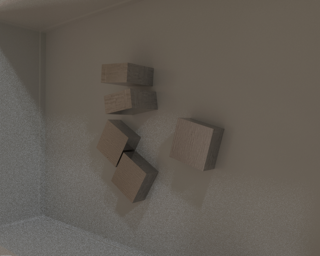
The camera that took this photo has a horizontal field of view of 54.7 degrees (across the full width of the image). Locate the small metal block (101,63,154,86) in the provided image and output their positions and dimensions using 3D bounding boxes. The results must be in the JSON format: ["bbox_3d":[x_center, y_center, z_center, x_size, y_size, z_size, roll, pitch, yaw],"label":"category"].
[{"bbox_3d":[-0.045,-0.072,0.425,0.050,0.050,0.025,6,94,39],"label":"small metal block"}]

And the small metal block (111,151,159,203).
[{"bbox_3d":[-0.036,0.068,0.434,0.050,0.025,0.050,38,113,33],"label":"small metal block"}]

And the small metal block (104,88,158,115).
[{"bbox_3d":[-0.039,-0.034,0.421,0.050,0.050,0.025,-9,84,39],"label":"small metal block"}]

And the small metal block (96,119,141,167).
[{"bbox_3d":[-0.062,0.022,0.455,0.050,0.025,0.050,39,113,33],"label":"small metal block"}]

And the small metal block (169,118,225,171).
[{"bbox_3d":[0.043,0.018,0.370,0.050,0.025,0.050,20,103,38],"label":"small metal block"}]
